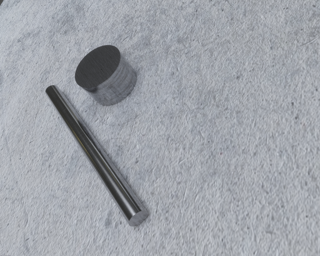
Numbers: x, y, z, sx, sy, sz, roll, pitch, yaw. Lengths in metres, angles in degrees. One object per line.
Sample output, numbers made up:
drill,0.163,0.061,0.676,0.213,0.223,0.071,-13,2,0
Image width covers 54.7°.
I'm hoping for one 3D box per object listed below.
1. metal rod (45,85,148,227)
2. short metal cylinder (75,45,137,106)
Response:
metal rod,-0.106,0.020,0.447,0.025,0.025,0.300,-43,51,-1
short metal cylinder,-0.083,-0.081,0.481,0.080,0.050,0.080,-13,56,21
